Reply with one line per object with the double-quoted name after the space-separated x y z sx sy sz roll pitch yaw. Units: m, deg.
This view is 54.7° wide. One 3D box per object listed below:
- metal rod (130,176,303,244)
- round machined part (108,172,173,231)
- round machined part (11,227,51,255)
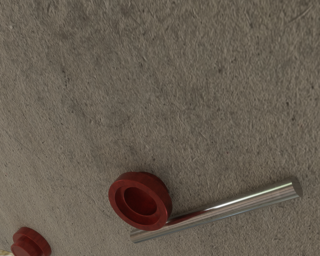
0.059 0.130 0.454 0.299 0.025 0.025 -31 102 37 "metal rod"
-0.026 0.106 0.474 0.098 0.042 0.097 13 124 20 "round machined part"
-0.311 0.286 0.733 0.098 0.042 0.097 13 124 20 "round machined part"
